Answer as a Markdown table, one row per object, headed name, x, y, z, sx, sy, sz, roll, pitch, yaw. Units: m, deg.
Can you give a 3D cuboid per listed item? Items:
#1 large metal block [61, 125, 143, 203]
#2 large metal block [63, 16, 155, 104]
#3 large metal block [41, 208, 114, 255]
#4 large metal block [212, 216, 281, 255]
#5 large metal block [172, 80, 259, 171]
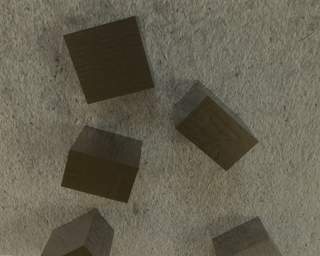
| name | x | y | z | sx | sy | sz | roll | pitch | yaw |
| --- | --- | --- | --- | --- | --- | --- | --- | --- | --- |
| large metal block | -0.070 | 0.043 | 0.396 | 0.080 | 0.080 | 0.050 | 16 | 109 | -6 |
| large metal block | -0.055 | -0.081 | 0.366 | 0.080 | 0.050 | 0.080 | -14 | 110 | 5 |
| large metal block | -0.118 | 0.173 | 0.443 | 0.080 | 0.080 | 0.050 | -29 | 108 | 10 |
| large metal block | 0.138 | 0.195 | 0.469 | 0.080 | 0.050 | 0.080 | -30 | 108 | 10 |
| large metal block | 0.063 | -0.006 | 0.379 | 0.080 | 0.080 | 0.050 | 40 | 105 | -13 |
